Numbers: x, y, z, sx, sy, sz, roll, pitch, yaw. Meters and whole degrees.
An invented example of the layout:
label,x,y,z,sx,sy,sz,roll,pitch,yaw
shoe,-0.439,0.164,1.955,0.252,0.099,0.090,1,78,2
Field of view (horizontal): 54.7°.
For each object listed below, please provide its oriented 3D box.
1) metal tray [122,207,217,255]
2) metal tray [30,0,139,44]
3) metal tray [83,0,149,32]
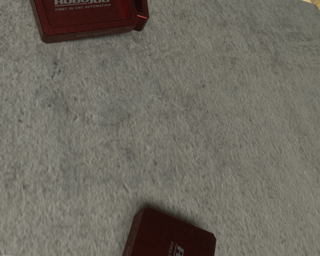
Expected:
label,x,y,z,sx,sy,sz,roll,pitch,yaw
metal tray,0.003,0.157,0.308,0.090,0.030,0.130,26,52,-12
metal tray,-0.103,-0.170,0.417,0.131,0.030,0.089,-17,92,-26
metal tray,-0.085,-0.208,0.482,0.131,0.030,0.090,8,58,-25
